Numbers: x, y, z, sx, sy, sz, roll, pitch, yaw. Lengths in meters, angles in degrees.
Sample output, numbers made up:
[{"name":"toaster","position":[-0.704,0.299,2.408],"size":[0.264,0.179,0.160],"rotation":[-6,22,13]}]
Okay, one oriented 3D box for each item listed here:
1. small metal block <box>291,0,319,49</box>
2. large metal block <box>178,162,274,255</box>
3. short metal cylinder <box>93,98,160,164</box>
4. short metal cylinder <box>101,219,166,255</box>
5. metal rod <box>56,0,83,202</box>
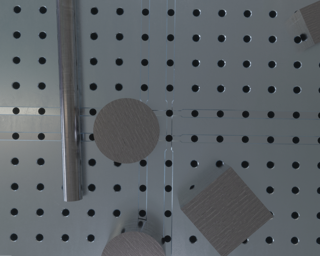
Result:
[{"name":"small metal block","position":[0.214,-0.142,0.415],"size":[0.050,0.025,0.050],"rotation":[-24,90,0]},{"name":"large metal block","position":[0.082,0.103,0.402],"size":[0.080,0.050,0.080],"rotation":[-41,90,0]},{"name":"short metal cylinder","position":[-0.041,0.003,0.401],"size":[0.081,0.050,0.079],"rotation":[0,90,0]},{"name":"short metal cylinder","position":[-0.032,0.165,0.401],"size":[0.081,0.050,0.079],"rotation":[0,90,0]},{"name":"metal rod","position":[-0.121,-0.054,0.412],"size":[0.025,0.025,0.298],"rotation":[-2,90,0]}]
